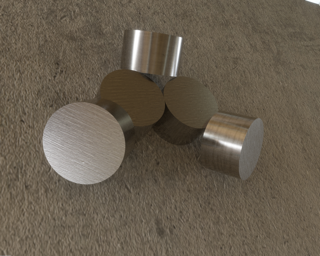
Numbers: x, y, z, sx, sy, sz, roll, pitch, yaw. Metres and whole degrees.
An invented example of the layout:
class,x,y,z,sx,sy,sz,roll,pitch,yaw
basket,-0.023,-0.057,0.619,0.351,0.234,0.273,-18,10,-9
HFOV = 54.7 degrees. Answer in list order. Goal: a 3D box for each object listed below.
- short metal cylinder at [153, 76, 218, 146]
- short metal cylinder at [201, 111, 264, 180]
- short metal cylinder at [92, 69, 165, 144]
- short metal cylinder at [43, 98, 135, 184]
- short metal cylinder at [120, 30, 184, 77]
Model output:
class,x,y,z,sx,sy,sz,roll,pitch,yaw
short metal cylinder,0.031,-0.023,0.419,0.081,0.050,0.080,14,56,-21
short metal cylinder,0.095,0.021,0.400,0.050,0.080,0.080,15,41,33
short metal cylinder,-0.041,-0.025,0.382,0.081,0.050,0.080,14,56,-21
short metal cylinder,-0.070,0.011,0.317,0.080,0.080,0.050,40,11,-2
short metal cylinder,-0.011,-0.100,0.417,0.081,0.080,0.050,2,104,-28
